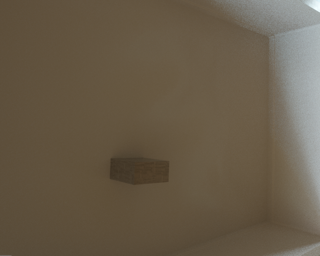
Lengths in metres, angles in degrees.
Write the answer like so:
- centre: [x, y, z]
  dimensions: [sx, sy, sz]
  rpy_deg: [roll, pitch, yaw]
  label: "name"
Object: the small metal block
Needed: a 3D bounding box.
- centre: [-0.025, 0.050, 0.372]
  dimensions: [0.050, 0.050, 0.025]
  rpy_deg: [4, 88, -40]
  label: "small metal block"
